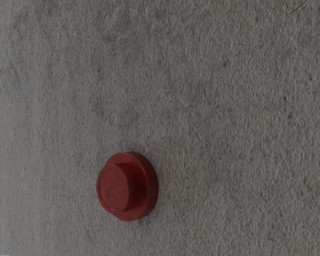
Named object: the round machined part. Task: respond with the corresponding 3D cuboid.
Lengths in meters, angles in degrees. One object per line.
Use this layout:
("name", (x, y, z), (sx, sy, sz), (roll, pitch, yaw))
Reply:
("round machined part", (-0.053, 0.084, 0.439), (0.098, 0.042, 0.097), (0, 90, 40))
